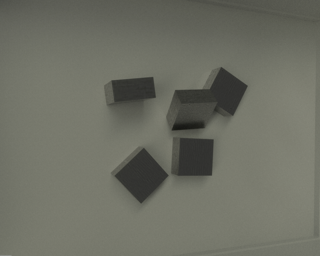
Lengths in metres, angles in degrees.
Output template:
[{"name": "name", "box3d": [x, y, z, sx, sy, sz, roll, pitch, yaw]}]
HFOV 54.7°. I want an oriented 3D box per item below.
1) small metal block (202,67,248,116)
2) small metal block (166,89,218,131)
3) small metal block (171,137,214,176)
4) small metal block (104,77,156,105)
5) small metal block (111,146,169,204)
[{"name": "small metal block", "box3d": [0.090, -0.051, 0.443, 0.050, 0.025, 0.050, 31, 80, -18]}, {"name": "small metal block", "box3d": [0.041, -0.024, 0.410, 0.050, 0.050, 0.025, -4, 49, -20]}, {"name": "small metal block", "box3d": [0.045, 0.039, 0.427, 0.050, 0.025, 0.050, 3, 89, -20]}, {"name": "small metal block", "box3d": [-0.038, -0.045, 0.383, 0.050, 0.050, 0.025, -8, 93, -20]}, {"name": "small metal block", "box3d": [-0.026, 0.060, 0.401, 0.050, 0.025, 0.050, -44, 104, -15]}]
